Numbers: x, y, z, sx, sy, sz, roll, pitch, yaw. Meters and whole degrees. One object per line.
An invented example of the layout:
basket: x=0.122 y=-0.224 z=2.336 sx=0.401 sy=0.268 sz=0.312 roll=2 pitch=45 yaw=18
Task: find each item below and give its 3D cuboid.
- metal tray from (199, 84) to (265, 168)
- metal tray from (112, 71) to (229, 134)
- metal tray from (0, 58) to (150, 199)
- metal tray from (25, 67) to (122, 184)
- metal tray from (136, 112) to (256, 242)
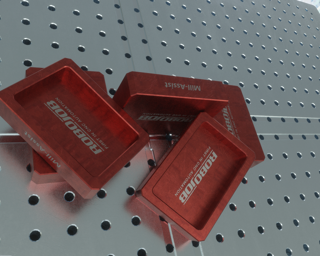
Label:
metal tray: x=0.094 y=-0.006 z=0.460 sx=0.091 sy=0.030 sz=0.130 roll=3 pitch=61 yaw=-27
metal tray: x=0.008 y=-0.026 z=0.387 sx=0.131 sy=0.090 sz=0.030 roll=1 pitch=61 yaw=-28
metal tray: x=-0.086 y=-0.004 z=0.321 sx=0.130 sy=0.030 sz=0.090 roll=44 pitch=50 yaw=2
metal tray: x=-0.102 y=-0.006 z=0.355 sx=0.091 sy=0.030 sz=0.130 roll=-1 pitch=63 yaw=-29
metal tray: x=0.046 y=0.056 z=0.373 sx=0.090 sy=0.030 sz=0.130 roll=40 pitch=68 yaw=-2
